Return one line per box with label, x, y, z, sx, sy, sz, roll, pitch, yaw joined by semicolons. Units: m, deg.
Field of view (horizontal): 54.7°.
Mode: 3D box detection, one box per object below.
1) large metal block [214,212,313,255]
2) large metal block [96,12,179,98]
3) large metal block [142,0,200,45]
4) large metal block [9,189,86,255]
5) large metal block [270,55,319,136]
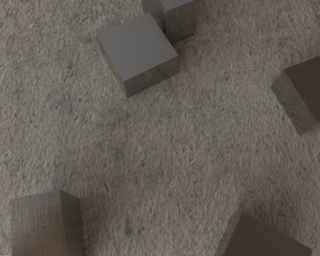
large metal block;0.105;0.151;0.341;0.080;0.050;0.080;27;72;9
large metal block;-0.031;-0.101;0.431;0.080;0.050;0.080;-28;73;-10
large metal block;0.012;-0.178;0.444;0.050;0.080;0.080;-25;72;-9
large metal block;-0.117;0.117;0.335;0.050;0.080;0.080;-11;71;-4
large metal block;0.211;-0.047;0.415;0.080;0.050;0.080;-22;72;-8
